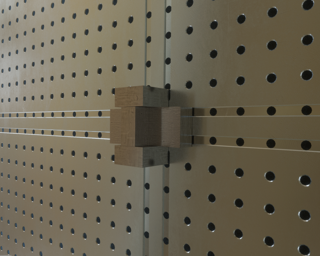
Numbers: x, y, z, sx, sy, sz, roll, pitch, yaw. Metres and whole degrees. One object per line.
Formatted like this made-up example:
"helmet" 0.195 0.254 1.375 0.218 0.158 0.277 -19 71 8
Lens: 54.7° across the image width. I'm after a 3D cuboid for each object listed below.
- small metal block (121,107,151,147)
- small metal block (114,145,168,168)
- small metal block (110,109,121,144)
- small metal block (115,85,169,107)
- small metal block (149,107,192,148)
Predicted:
"small metal block" -0.024 -0.002 0.410 0.025 0.050 0.050 1 91 40
"small metal block" -0.024 0.035 0.411 0.050 0.050 0.025 1 91 39
"small metal block" -0.045 -0.002 0.444 0.050 0.025 0.050 1 91 39
"small metal block" -0.024 -0.040 0.410 0.050 0.050 0.025 1 91 39
"small metal block" 0.013 -0.002 0.396 0.050 0.025 0.050 2 91 39
